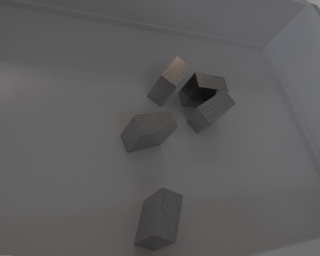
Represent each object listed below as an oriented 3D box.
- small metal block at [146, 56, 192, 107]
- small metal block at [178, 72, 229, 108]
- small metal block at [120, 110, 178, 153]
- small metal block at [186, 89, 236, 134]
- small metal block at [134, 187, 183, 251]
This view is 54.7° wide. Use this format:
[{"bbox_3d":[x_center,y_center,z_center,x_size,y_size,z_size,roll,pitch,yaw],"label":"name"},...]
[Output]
[{"bbox_3d":[0.012,-0.065,0.436,0.025,0.050,0.050,38,51,-3],"label":"small metal block"},{"bbox_3d":[0.063,-0.053,0.456,0.050,0.050,0.025,4,60,-26],"label":"small metal block"},{"bbox_3d":[-0.014,0.004,0.379,0.050,0.050,0.025,-11,68,-33],"label":"small metal block"},{"bbox_3d":[0.070,-0.022,0.433,0.050,0.050,0.025,-34,81,-22],"label":"small metal block"},{"bbox_3d":[-0.002,0.098,0.329,0.025,0.050,0.050,24,53,-14],"label":"small metal block"}]
